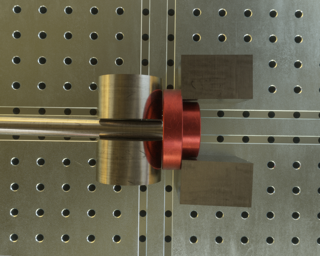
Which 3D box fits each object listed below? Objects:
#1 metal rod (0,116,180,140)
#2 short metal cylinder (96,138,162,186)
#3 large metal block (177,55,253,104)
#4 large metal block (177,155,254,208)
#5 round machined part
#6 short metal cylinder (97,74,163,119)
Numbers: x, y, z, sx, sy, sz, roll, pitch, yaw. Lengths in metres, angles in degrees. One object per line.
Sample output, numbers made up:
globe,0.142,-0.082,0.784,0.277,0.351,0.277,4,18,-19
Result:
metal rod,-0.120,-0.001,0.401,0.302,0.025,0.025,2,90,4
short metal cylinder,-0.038,0.039,0.385,0.081,0.080,0.050,1,91,0
large metal block,0.064,-0.058,0.387,0.081,0.080,0.050,0,90,0
large metal block,0.064,0.062,0.387,0.080,0.080,0.050,3,90,0
round machined part,0.025,0.002,0.376,0.042,0.098,0.097,1,90,0
short metal cylinder,-0.037,-0.036,0.385,0.081,0.080,0.050,1,91,0
